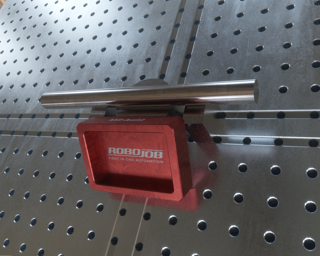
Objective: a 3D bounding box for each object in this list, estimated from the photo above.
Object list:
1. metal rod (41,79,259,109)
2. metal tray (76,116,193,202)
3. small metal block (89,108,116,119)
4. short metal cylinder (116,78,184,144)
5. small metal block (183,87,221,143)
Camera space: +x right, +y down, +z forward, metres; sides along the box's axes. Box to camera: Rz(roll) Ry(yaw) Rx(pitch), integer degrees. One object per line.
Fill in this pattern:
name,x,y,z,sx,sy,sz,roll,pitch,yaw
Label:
metal rod,-0.034,-0.039,0.386,0.300,0.025,0.025,1,62,29
metal tray,-0.032,0.033,0.366,0.130,0.089,0.030,1,19,28
small metal block,-0.071,-0.018,0.441,0.025,0.050,0.050,-1,61,28
short metal cylinder,-0.010,-0.018,0.408,0.080,0.050,0.080,-13,56,21
small metal block,0.051,-0.015,0.375,0.025,0.050,0.050,-1,61,28
